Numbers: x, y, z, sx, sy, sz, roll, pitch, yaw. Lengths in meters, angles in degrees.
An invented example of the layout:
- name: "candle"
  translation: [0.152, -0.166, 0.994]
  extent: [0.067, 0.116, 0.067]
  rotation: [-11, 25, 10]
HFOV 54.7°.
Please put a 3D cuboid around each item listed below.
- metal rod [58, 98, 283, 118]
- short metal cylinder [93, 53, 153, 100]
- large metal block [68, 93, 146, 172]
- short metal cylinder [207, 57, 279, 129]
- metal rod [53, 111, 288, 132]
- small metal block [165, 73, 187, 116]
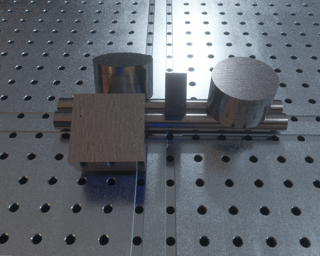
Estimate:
- name: "metal rod"
  translation: [0.014, -0.028, 0.427]
  extent: [0.302, 0.025, 0.025]
  rotation: [1, 50, 0]
- name: "short metal cylinder"
  translation: [-0.050, -0.070, 0.427]
  extent: [0.081, 0.050, 0.080]
  rotation: [1, 26, 0]
- name: "large metal block"
  translation: [-0.057, 0.006, 0.363]
  extent: [0.081, 0.050, 0.080]
  rotation: [0, 70, -1]
- name: "short metal cylinder"
  translation: [0.103, -0.046, 0.394]
  extent: [0.081, 0.050, 0.080]
  rotation: [0, 50, 0]
- name: "metal rod"
  translation: [0.014, -0.009, 0.411]
  extent: [0.302, 0.025, 0.025]
  rotation: [1, 50, 0]
- name: "small metal block"
  translation: [0.019, -0.043, 0.386]
  extent: [0.025, 0.050, 0.050]
  rotation: [1, 8, 0]
